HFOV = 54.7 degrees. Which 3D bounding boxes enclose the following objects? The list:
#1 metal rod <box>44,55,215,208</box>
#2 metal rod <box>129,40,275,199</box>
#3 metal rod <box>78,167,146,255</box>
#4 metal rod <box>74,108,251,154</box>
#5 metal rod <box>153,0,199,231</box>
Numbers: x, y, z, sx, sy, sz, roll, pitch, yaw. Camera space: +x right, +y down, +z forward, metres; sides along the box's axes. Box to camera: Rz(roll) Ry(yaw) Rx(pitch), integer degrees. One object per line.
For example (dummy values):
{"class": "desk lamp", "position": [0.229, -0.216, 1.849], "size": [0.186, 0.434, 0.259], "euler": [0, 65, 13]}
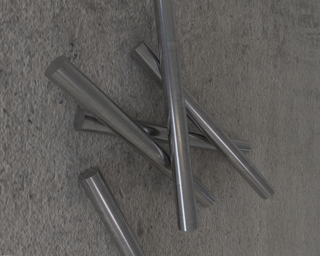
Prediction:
{"class": "metal rod", "position": [-0.011, 0.026, 0.369], "size": [0.300, 0.025, 0.025], "euler": [45, 63, -40]}
{"class": "metal rod", "position": [0.070, 0.001, 0.433], "size": [0.300, 0.025, 0.025], "euler": [46, 62, -20]}
{"class": "metal rod", "position": [-0.022, 0.180, 0.386], "size": [0.025, 0.025, 0.299], "euler": [-36, 113, -34]}
{"class": "metal rod", "position": [0.028, 0.012, 0.427], "size": [0.302, 0.025, 0.025], "euler": [10, 84, -39]}
{"class": "metal rod", "position": [0.018, -0.029, 0.373], "size": [0.025, 0.025, 0.298], "euler": [-5, 89, -40]}
